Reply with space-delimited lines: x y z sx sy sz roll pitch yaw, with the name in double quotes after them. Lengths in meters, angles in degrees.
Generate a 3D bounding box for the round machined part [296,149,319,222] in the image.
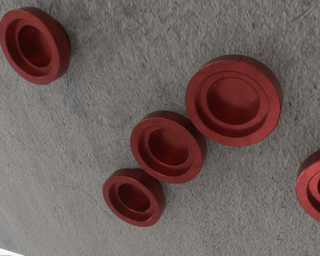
0.198 0.058 0.327 0.098 0.042 0.097 13 124 21 "round machined part"

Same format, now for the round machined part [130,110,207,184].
0.014 0.021 0.401 0.098 0.042 0.097 13 124 21 "round machined part"

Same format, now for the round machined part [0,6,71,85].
-0.159 -0.110 0.412 0.098 0.042 0.097 13 124 21 "round machined part"

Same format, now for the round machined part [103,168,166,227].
-0.035 0.101 0.477 0.098 0.042 0.097 13 124 21 "round machined part"

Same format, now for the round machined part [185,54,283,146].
0.080 -0.032 0.334 0.098 0.042 0.097 13 124 21 "round machined part"
